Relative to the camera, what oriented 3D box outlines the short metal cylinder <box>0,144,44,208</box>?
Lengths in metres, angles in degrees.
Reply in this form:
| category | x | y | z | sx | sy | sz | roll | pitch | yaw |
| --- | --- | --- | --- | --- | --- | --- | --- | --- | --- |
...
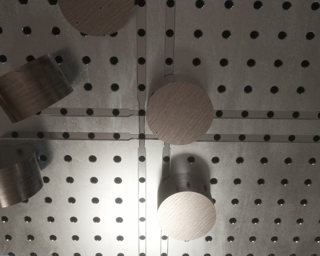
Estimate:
| category | x | y | z | sx | sy | sz | roll | pitch | yaw |
| --- | --- | --- | --- | --- | --- | --- | --- | --- | --- |
| short metal cylinder | -0.199 | 0.060 | 0.403 | 0.080 | 0.080 | 0.050 | -6 | 110 | 2 |

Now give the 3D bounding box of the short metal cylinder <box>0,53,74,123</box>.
| category | x | y | z | sx | sy | sz | roll | pitch | yaw |
| --- | --- | --- | --- | --- | --- | --- | --- | --- | --- |
| short metal cylinder | -0.151 | -0.048 | 0.364 | 0.080 | 0.080 | 0.050 | -24 | 109 | 8 |

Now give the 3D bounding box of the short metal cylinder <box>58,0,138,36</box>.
| category | x | y | z | sx | sy | sz | roll | pitch | yaw |
| --- | --- | --- | --- | --- | --- | --- | --- | --- | --- |
| short metal cylinder | -0.067 | -0.145 | 0.346 | 0.081 | 0.050 | 0.079 | 0 | 110 | -1 |

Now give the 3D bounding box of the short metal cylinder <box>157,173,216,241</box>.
| category | x | y | z | sx | sy | sz | roll | pitch | yaw |
| --- | --- | --- | --- | --- | --- | --- | --- | --- | --- |
| short metal cylinder | 0.036 | 0.112 | 0.442 | 0.081 | 0.050 | 0.079 | 0 | 110 | -1 |

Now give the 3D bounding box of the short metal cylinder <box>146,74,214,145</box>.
| category | x | y | z | sx | sy | sz | roll | pitch | yaw |
| --- | --- | --- | --- | --- | --- | --- | --- | --- | --- |
| short metal cylinder | 0.023 | -0.025 | 0.391 | 0.081 | 0.050 | 0.079 | 0 | 110 | -1 |
